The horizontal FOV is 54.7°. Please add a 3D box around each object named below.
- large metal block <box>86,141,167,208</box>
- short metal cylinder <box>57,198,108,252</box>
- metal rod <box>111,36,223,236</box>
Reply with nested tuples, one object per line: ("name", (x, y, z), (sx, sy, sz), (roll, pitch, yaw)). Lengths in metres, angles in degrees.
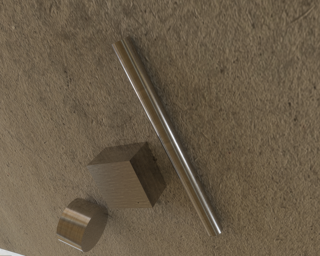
("large metal block", (-0.048, 0.071, 0.460), (0.080, 0.050, 0.080), (-10, 114, 32))
("short metal cylinder", (-0.135, 0.170, 0.548), (0.050, 0.080, 0.079), (17, 125, 18))
("metal rod", (0.017, 0.023, 0.412), (0.025, 0.025, 0.299), (-15, 111, 34))
